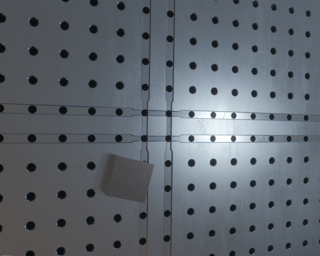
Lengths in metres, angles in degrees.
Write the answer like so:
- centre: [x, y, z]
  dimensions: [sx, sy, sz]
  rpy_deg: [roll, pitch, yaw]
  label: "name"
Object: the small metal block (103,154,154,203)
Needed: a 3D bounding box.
- centre: [-0.040, 0.064, 0.398]
  dimensions: [0.050, 0.025, 0.050]
  rpy_deg: [16, 85, -19]
  label: "small metal block"
